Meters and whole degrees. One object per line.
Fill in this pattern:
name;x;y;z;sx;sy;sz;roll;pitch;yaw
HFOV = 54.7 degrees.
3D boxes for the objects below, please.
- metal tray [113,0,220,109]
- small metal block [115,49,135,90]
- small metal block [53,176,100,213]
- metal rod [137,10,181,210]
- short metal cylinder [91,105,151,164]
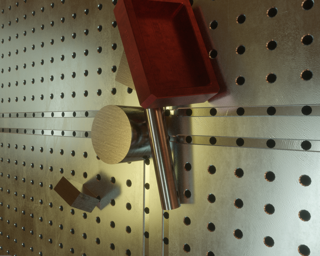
metal tray;0.007;-0.090;0.356;0.030;0.091;0.129;-37;66;57
small metal block;-0.031;-0.081;0.433;0.050;0.025;0.050;30;108;35
small metal block;-0.133;0.107;0.496;0.050;0.050;0.025;29;81;36
metal rod;-0.012;-0.046;0.393;0.025;0.025;0.298;-9;92;39
short metal cylinder;-0.051;0.009;0.433;0.080;0.050;0.079;0;90;39
